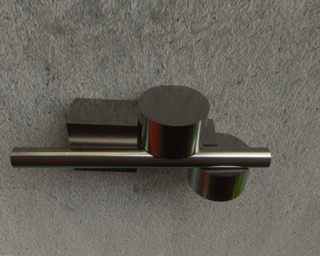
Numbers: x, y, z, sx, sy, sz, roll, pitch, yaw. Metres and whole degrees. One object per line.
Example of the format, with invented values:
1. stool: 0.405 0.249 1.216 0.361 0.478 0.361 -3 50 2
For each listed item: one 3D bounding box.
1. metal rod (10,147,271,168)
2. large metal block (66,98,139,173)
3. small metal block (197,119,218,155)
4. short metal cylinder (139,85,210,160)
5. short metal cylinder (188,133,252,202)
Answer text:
1. metal rod: -0.020 0.036 0.372 0.302 0.025 0.025 0 130 -2
2. large metal block: -0.068 0.010 0.396 0.081 0.050 0.079 2 130 -3
3. small metal block: 0.045 0.013 0.402 0.050 0.050 0.025 1 130 -1
4. short metal cylinder: 0.015 -0.009 0.366 0.081 0.080 0.050 2 130 -2
5. short metal cylinder: 0.079 0.051 0.417 0.081 0.080 0.050 0 130 -1
